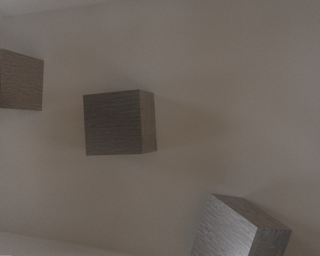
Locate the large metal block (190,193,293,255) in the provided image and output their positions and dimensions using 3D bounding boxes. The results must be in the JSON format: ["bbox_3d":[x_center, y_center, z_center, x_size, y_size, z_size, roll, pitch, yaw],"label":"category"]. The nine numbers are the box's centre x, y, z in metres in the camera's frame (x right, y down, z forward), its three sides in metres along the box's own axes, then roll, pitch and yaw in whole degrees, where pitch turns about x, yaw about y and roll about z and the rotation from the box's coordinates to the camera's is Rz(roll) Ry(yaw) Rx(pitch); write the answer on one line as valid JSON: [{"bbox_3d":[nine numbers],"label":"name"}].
[{"bbox_3d":[0.086,0.129,0.345,0.080,0.050,0.080,28,103,61],"label":"large metal block"}]

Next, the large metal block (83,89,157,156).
[{"bbox_3d":[-0.053,-0.006,0.416,0.080,0.050,0.080,-3,89,20],"label":"large metal block"}]

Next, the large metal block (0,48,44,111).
[{"bbox_3d":[-0.222,-0.068,0.460,0.050,0.080,0.079,3,91,20],"label":"large metal block"}]
